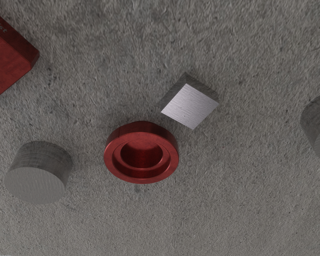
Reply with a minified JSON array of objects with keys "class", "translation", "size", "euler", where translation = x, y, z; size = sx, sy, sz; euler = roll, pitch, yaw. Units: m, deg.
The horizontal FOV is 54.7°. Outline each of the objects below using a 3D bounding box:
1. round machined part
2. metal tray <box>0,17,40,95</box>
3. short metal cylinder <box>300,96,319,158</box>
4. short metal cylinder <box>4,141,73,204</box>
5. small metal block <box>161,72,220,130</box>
[{"class":"round machined part","translation":[-0.024,0.029,0.420],"size":[0.099,0.042,0.097],"euler":[0,130,0]},{"class":"metal tray","translation":[-0.208,-0.093,0.323],"size":[0.090,0.030,0.130],"euler":[-30,124,23]},{"class":"short metal cylinder","translation":[0.228,-0.002,0.392],"size":[0.081,0.050,0.079],"euler":[0,130,0]},{"class":"short metal cylinder","translation":[-0.172,0.065,0.444],"size":[0.081,0.050,0.079],"euler":[0,130,0]},{"class":"small metal block","translation":[0.036,-0.032,0.380],"size":[0.050,0.025,0.050],"euler":[28,125,-22]}]
